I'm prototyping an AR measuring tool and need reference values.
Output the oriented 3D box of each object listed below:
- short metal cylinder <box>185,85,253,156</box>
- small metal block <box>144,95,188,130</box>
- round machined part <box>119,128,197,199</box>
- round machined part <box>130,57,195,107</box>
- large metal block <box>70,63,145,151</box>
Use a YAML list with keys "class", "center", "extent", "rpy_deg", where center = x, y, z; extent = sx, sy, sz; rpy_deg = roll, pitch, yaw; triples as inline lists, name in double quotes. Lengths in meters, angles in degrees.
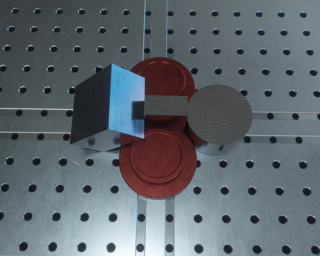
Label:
- class: "short metal cylinder"
  center: [0.073, -0.009, 0.401]
  extent: [0.081, 0.050, 0.080]
  rpy_deg: [0, 70, 0]
- class: "small metal block"
  center: [0.007, -0.018, 0.381]
  extent: [0.050, 0.050, 0.025]
  rpy_deg: [1, 70, 0]
- class: "round machined part"
  center: [-0.003, 0.038, 0.389]
  extent: [0.099, 0.042, 0.098]
  rpy_deg: [0, 70, 0]
- class: "round machined part"
  center: [-0.001, -0.056, 0.423]
  extent: [0.099, 0.042, 0.098]
  rpy_deg: [0, 70, 0]
- class: "large metal block"
  center: [-0.065, -0.021, 0.384]
  extent: [0.050, 0.080, 0.080]
  rpy_deg: [18, 63, -42]
